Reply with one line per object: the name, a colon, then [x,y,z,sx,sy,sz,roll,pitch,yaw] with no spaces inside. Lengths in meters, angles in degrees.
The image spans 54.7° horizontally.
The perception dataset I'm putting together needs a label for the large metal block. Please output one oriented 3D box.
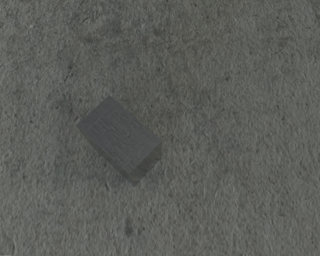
large metal block: [-0.045,0.019,0.372,0.080,0.080,0.050,41,75,13]
